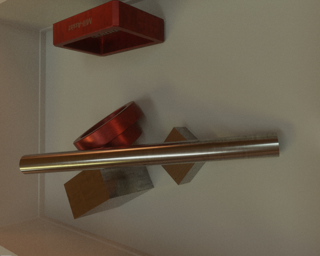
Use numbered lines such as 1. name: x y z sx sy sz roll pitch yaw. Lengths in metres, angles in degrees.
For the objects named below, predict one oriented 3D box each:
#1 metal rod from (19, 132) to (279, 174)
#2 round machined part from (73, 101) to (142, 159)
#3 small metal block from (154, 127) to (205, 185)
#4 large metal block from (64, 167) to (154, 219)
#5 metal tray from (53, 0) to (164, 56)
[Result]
1. metal rod: -0.026 0.032 0.352 0.301 0.025 0.025 -6 86 16
2. round machined part: -0.064 0.008 0.419 0.098 0.098 0.042 -26 104 36
3. small metal block: 0.027 0.034 0.383 0.050 0.025 0.050 47 118 29
4. large metal block: -0.070 0.080 0.426 0.080 0.081 0.050 -35 69 34
5. metal tray: -0.071 -0.129 0.420 0.130 0.091 0.030 -1 90 39
